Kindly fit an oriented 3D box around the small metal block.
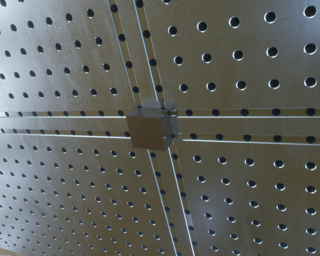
[{"bbox_3d":[-0.014,0.001,0.417,0.050,0.025,0.050,5,121,25],"label":"small metal block"}]
